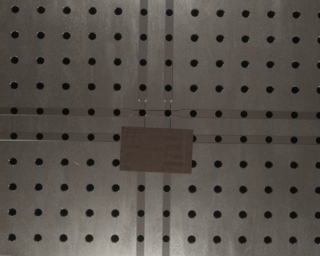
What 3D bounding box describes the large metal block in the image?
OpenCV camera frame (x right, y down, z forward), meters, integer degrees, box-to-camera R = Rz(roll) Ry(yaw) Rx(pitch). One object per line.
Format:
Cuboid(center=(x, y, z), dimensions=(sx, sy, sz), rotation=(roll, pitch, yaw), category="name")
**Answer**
Cuboid(center=(-0.004, 0.024, 0.386), dimensions=(0.081, 0.080, 0.050), rotation=(3, 90, -1), category="large metal block")
